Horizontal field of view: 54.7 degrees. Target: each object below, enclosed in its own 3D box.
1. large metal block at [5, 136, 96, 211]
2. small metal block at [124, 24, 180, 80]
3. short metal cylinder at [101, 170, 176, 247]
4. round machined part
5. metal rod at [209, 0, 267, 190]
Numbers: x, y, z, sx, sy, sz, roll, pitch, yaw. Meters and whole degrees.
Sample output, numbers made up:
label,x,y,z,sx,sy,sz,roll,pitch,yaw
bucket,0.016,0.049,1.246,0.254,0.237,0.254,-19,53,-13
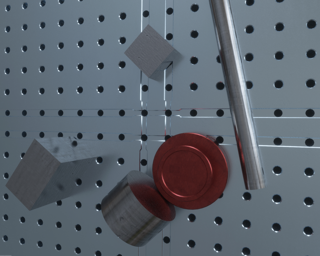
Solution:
label,x,y,z,sx,sy,sz,roll,pitch,yaw
large metal block,-0.151,0.060,0.435,0.050,0.080,0.080,39,102,15
small metal block,-0.011,-0.101,0.416,0.050,0.025,0.050,47,104,13
short metal cylinder,-0.027,0.100,0.392,0.050,0.080,0.080,-46,76,14
round machined part,0.036,0.054,0.390,0.098,0.042,0.097,0,90,19
metal rod,0.089,-0.075,0.380,0.025,0.025,0.298,-11,86,19
